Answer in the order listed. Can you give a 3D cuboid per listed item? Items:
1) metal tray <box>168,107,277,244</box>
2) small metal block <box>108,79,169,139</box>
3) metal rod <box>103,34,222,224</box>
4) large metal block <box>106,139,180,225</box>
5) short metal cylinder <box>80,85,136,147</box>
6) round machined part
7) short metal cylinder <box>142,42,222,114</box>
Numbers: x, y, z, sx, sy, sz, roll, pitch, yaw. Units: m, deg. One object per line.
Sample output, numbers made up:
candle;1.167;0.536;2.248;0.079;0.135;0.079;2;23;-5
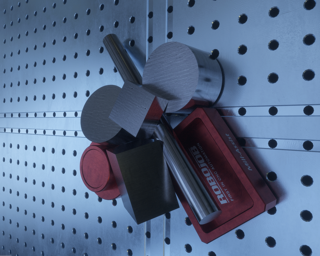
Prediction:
metal tray;0.056;0.052;0.355;0.090;0.030;0.130;-44;64;31
small metal block;-0.025;-0.021;0.356;0.050;0.025;0.050;33;102;35
metal rod;-0.012;-0.022;0.382;0.025;0.025;0.299;-50;51;28
large metal block;-0.024;0.059;0.374;0.080;0.050;0.080;179;74;-73
short metal cylinder;-0.061;-0.013;0.424;0.080;0.050;0.080;-10;69;28
round machined part;-0.082;0.058;0.460;0.098;0.042;0.097;0;90;40
short metal cylinder;0.026;-0.057;0.367;0.080;0.050;0.079;0;90;40
